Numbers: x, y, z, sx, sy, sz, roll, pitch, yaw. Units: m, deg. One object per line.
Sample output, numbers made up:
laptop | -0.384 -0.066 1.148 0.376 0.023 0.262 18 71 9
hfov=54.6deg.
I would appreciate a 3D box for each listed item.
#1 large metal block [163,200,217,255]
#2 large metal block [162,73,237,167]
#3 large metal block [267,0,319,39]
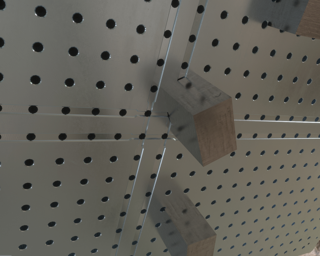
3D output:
large metal block | 0.045 0.181 0.512 0.050 0.080 0.079 -12 124 -22
large metal block | 0.050 -0.012 0.395 0.050 0.080 0.080 -26 128 -13
large metal block | 0.200 -0.162 0.403 0.081 0.050 0.079 0 119 -28
